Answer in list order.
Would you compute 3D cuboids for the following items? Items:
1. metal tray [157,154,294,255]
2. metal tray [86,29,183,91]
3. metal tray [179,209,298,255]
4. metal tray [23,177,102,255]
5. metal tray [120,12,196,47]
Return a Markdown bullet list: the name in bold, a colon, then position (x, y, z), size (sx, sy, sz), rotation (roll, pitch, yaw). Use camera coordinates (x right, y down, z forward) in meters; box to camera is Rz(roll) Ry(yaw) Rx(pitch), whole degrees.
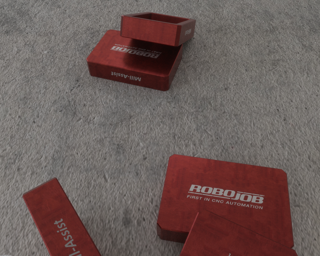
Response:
- **metal tray**: position (0.068, 0.081, 0.332), size (0.131, 0.030, 0.090), rotation (8, 50, 6)
- **metal tray**: position (-0.038, -0.110, 0.492), size (0.131, 0.030, 0.090), rotation (13, 51, 11)
- **metal tray**: position (0.049, 0.146, 0.255), size (0.090, 0.030, 0.130), rotation (23, 66, 13)
- **metal tray**: position (-0.066, 0.115, 0.263), size (0.030, 0.090, 0.130), rotation (-29, 56, -22)
- **metal tray**: position (0.002, -0.163, 0.501), size (0.090, 0.030, 0.130), rotation (14, 25, 11)
